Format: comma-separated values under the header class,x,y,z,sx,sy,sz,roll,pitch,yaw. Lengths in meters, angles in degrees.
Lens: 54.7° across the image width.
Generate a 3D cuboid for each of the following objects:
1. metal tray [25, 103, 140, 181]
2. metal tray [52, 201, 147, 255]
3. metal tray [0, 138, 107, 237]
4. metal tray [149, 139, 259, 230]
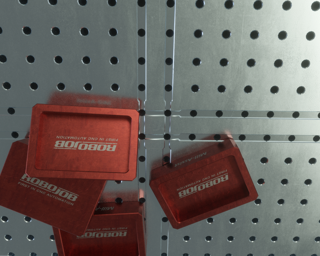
class,x,y,z,sx,sy,sz,roll,pitch,yaw
metal tray,-0.093,0.019,0.391,0.131,0.030,0.090,3,81,-5
metal tray,-0.089,0.160,0.468,0.131,0.030,0.089,-3,110,0
metal tray,-0.146,0.079,0.419,0.131,0.030,0.090,23,95,-2
metal tray,0.061,0.081,0.441,0.130,0.030,0.090,-23,109,8
